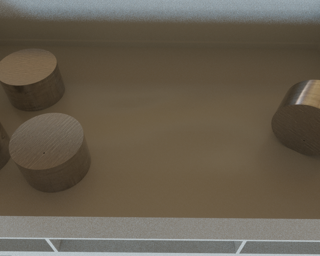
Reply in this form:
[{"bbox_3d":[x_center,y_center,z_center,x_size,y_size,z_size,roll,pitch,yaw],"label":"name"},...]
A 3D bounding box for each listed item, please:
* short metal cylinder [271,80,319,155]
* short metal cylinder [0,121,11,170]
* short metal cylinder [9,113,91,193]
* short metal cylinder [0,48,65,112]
[{"bbox_3d":[0.187,-0.012,0.382,0.080,0.080,0.050,27,55,20],"label":"short metal cylinder"},{"bbox_3d":[-0.227,0.018,0.371,0.081,0.050,0.080,0,50,0],"label":"short metal cylinder"},{"bbox_3d":[-0.126,0.028,0.363,0.081,0.050,0.080,0,50,0],"label":"short metal cylinder"},{"bbox_3d":[-0.184,-0.070,0.445,0.081,0.050,0.080,0,50,0],"label":"short metal cylinder"}]
